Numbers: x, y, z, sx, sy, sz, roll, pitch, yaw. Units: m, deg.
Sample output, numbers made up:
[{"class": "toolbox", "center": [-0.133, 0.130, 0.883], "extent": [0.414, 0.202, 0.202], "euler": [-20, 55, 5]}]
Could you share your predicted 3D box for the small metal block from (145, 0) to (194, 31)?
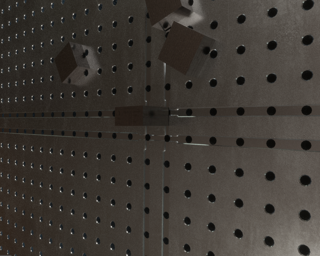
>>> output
[{"class": "small metal block", "center": [0.010, -0.162, 0.399], "extent": [0.050, 0.025, 0.050], "euler": [-22, 76, 37]}]

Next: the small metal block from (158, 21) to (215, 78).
[{"class": "small metal block", "center": [0.032, -0.097, 0.382], "extent": [0.050, 0.025, 0.050], "euler": [38, 113, 33]}]

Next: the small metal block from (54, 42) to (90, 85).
[{"class": "small metal block", "center": [-0.151, -0.110, 0.531], "extent": [0.050, 0.025, 0.050], "euler": [-34, 69, 34]}]

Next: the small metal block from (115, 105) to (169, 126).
[{"class": "small metal block", "center": [-0.024, -0.015, 0.411], "extent": [0.050, 0.050, 0.025], "euler": [0, 90, 39]}]
